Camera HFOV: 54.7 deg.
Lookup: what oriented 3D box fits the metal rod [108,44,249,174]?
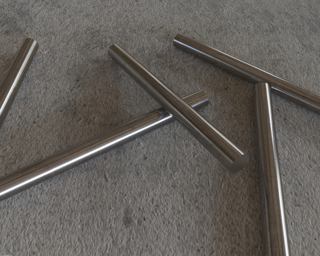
[{"bbox_3d":[0.003,-0.045,0.410,0.025,0.025,0.300,-25,45,-20],"label":"metal rod"}]

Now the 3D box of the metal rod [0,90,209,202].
[{"bbox_3d":[-0.068,0.017,0.387,0.302,0.025,0.025,-25,55,-20],"label":"metal rod"}]

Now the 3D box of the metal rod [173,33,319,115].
[{"bbox_3d":[0.147,-0.078,0.469,0.300,0.025,0.025,32,57,24],"label":"metal rod"}]

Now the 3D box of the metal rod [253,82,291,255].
[{"bbox_3d":[0.126,0.056,0.356,0.025,0.025,0.300,6,50,5],"label":"metal rod"}]

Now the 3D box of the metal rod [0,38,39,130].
[{"bbox_3d":[-0.220,-0.025,0.422,0.025,0.025,0.300,1,50,1],"label":"metal rod"}]
